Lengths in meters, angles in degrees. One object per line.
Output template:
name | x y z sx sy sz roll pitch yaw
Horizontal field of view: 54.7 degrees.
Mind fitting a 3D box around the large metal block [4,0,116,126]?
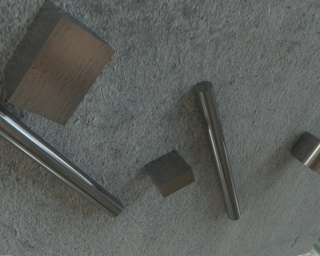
large metal block | -0.095 -0.062 0.282 0.050 0.080 0.080 29 102 -38

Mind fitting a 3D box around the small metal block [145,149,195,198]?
small metal block | 0.014 0.064 0.439 0.050 0.050 0.025 -26 128 -12

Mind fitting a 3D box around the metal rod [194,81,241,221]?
metal rod | 0.099 0.056 0.497 0.025 0.025 0.299 -29 129 -10

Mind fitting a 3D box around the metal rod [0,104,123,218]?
metal rod | -0.135 0.026 0.349 0.025 0.025 0.300 -40 130 -2

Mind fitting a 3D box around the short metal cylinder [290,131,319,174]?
short metal cylinder | 0.287 0.048 0.562 0.080 0.080 0.050 20 108 -36
